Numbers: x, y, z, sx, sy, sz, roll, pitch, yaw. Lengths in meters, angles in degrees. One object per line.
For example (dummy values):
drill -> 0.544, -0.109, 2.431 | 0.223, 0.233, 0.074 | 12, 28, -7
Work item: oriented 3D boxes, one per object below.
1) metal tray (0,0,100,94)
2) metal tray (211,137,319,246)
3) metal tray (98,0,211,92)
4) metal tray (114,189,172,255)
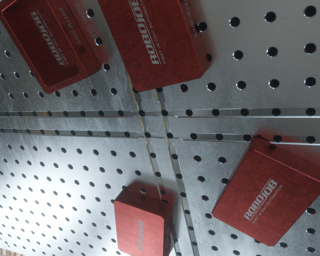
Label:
metal tray -> -0.148, -0.118, 0.410 | 0.090, 0.030, 0.129 | -14, 111, 33
metal tray -> 0.131, 0.084, 0.390 | 0.090, 0.030, 0.129 | 26, 128, 11
metal tray -> -0.008, -0.111, 0.342 | 0.090, 0.030, 0.129 | -9, 114, 31
metal tray -> -0.029, 0.172, 0.528 | 0.090, 0.030, 0.129 | 14, 124, 20
